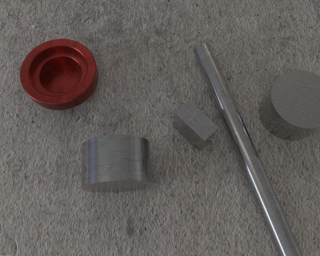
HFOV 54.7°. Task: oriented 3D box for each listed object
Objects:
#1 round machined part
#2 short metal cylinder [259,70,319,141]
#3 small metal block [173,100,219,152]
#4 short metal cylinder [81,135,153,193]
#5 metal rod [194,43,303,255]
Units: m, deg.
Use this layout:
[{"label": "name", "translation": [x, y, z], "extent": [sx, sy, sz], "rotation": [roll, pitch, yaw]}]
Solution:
[{"label": "round machined part", "translation": [-0.133, -0.069, 0.423], "extent": [0.099, 0.042, 0.098], "rotation": [0, 70, 0]}, {"label": "short metal cylinder", "translation": [0.178, -0.029, 0.407], "extent": [0.081, 0.050, 0.080], "rotation": [0, 70, 0]}, {"label": "small metal block", "translation": [0.044, -0.001, 0.396], "extent": [0.025, 0.050, 0.050], "rotation": [-42, 76, -13]}, {"label": "short metal cylinder", "translation": [-0.050, 0.044, 0.362], "extent": [0.081, 0.080, 0.050], "rotation": [-4, 70, -2]}, {"label": "metal rod", "translation": [0.106, 0.018, 0.402], "extent": [0.025, 0.025, 0.299], "rotation": [-17, 71, -6]}]
